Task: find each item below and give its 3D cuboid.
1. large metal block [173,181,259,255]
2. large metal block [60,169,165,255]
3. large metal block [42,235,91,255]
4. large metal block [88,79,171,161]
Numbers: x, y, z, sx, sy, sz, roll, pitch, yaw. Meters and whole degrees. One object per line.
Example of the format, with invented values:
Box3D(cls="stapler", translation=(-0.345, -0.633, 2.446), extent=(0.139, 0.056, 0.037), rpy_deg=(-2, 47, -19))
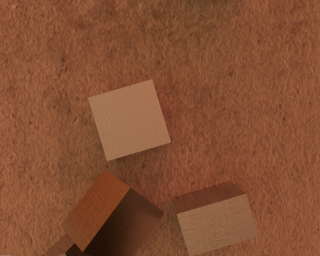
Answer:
Box3D(cls="large metal block", translation=(0.064, 0.108, 0.383), extent=(0.080, 0.080, 0.050), rpy_deg=(-16, 90, 0))
Box3D(cls="large metal block", translation=(-0.053, 0.108, 0.369), extent=(0.050, 0.080, 0.080), rpy_deg=(25, 73, 42))
Box3D(cls="large metal block", translation=(-0.100, 0.177, 0.377), extent=(0.050, 0.080, 0.080), rpy_deg=(-26, 90, 12))
Box3D(cls="large metal block", translation=(-0.037, -0.010, 0.397), extent=(0.080, 0.050, 0.080), rpy_deg=(-17, 90, -1))
